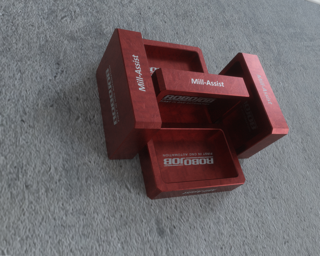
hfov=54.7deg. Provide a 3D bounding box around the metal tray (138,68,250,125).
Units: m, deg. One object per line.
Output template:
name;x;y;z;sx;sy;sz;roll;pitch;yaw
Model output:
metal tray;0.039;-0.034;0.407;0.131;0.090;0.030;1;63;-28

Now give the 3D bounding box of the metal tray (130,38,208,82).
metal tray;0.010;-0.082;0.457;0.131;0.030;0.090;0;65;-28

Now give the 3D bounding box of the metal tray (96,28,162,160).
metal tray;-0.042;-0.038;0.364;0.030;0.090;0.130;1;62;-28

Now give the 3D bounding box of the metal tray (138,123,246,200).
metal tray;0.039;0.039;0.401;0.131;0.030;0.090;1;60;-28

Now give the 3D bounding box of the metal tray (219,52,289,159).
metal tray;0.120;-0.031;0.447;0.030;0.090;0.130;1;61;-28
